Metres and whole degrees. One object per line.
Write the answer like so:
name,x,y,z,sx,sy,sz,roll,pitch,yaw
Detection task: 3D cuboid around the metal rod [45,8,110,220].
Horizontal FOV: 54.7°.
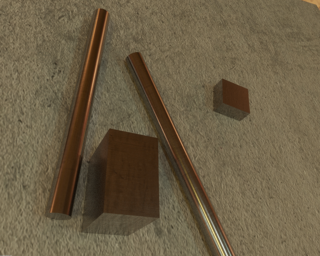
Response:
metal rod,-0.093,-0.041,0.379,0.025,0.025,0.300,16,55,-20

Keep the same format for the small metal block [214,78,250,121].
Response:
small metal block,0.114,-0.045,0.495,0.050,0.025,0.050,19,54,-18

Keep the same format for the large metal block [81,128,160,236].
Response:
large metal block,-0.041,0.058,0.312,0.050,0.080,0.080,12,57,-22

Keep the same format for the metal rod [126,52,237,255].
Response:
metal rod,0.021,0.028,0.399,0.025,0.025,0.299,-12,68,-33
